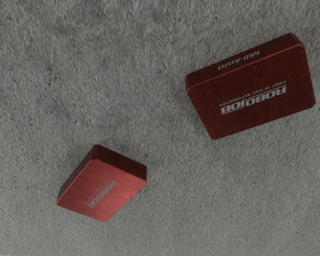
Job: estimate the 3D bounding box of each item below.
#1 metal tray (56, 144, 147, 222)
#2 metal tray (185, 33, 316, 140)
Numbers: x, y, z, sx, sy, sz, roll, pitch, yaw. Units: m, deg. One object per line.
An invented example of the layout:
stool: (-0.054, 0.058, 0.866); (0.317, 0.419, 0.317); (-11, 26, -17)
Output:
metal tray: (-0.091, 0.090, 0.480); (0.090, 0.030, 0.129); (28, 125, -22)
metal tray: (0.106, -0.044, 0.368); (0.130, 0.030, 0.090); (-20, 128, 16)
